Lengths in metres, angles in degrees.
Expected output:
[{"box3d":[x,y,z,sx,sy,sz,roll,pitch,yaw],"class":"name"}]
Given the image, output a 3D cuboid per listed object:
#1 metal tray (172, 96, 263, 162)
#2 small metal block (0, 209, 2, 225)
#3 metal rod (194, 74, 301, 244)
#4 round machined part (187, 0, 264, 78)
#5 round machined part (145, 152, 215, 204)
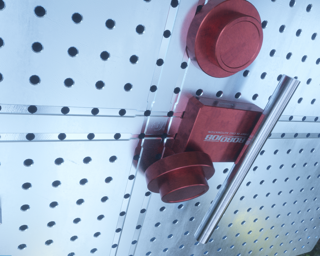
[{"box3d":[0.091,0.006,0.461,0.131,0.030,0.089,4,117,-30],"class":"metal tray"},{"box3d":[-0.222,0.108,0.357,0.050,0.025,0.050,-41,130,0],"class":"small metal block"},{"box3d":[0.126,0.059,0.476,0.025,0.025,0.298,10,114,-33],"class":"metal rod"},{"box3d":[0.086,-0.107,0.381,0.099,0.042,0.097,-14,124,-21],"class":"round machined part"},{"box3d":[0.030,0.074,0.436,0.099,0.042,0.098,-11,151,-6],"class":"round machined part"}]
